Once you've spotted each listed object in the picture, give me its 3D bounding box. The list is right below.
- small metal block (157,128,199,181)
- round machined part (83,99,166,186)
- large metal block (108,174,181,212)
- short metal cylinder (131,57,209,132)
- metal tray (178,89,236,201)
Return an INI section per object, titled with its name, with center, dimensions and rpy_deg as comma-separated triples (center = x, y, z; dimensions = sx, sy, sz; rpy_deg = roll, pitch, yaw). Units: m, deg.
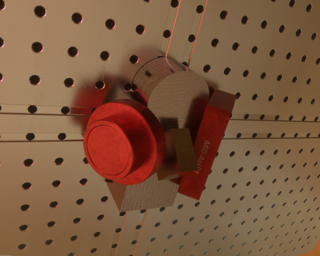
[small metal block]
center = 0.016, 0.032, 0.368
dimensions = 0.025, 0.050, 0.050
rpy_deg = -2, 162, -31
[round machined part]
center = -0.046, 0.019, 0.345
dimensions = 0.042, 0.098, 0.097
rpy_deg = -26, 137, -56
[large metal block]
center = -0.017, 0.063, 0.424
dimensions = 0.081, 0.050, 0.079
rpy_deg = 2, 118, -30
[short metal cylinder]
center = 0.012, -0.040, 0.376
dimensions = 0.081, 0.050, 0.079
rpy_deg = -14, 124, -21
[metal tray]
center = 0.064, 0.021, 0.419
dimensions = 0.030, 0.090, 0.129
rpy_deg = 20, 115, 10
